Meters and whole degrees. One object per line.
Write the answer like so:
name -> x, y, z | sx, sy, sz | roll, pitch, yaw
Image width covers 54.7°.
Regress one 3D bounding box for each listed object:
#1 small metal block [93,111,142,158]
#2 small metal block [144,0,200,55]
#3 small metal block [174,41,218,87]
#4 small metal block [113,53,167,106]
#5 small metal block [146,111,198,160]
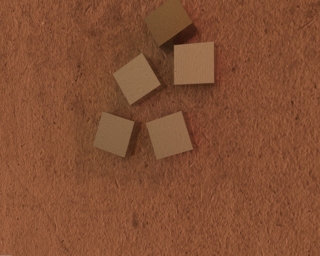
small metal block -> -0.059, 0.008, 0.430 | 0.050, 0.025, 0.050 | 18, 96, 19
small metal block -> 0.015, -0.132, 0.398 | 0.050, 0.025, 0.050 | -32, 66, 17
small metal block -> 0.046, -0.079, 0.393 | 0.050, 0.025, 0.050 | 0, 90, 19
small metal block -> -0.027, -0.064, 0.419 | 0.050, 0.025, 0.050 | -32, 80, 17
small metal block -> 0.016, 0.010, 0.403 | 0.050, 0.025, 0.050 | -18, 84, 19
